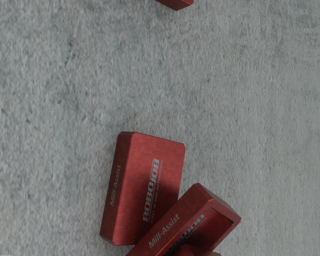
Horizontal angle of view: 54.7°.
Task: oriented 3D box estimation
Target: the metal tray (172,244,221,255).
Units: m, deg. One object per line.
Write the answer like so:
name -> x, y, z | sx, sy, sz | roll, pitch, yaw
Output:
metal tray -> 0.019, 0.204, 0.374 | 0.130, 0.030, 0.090 | -50, 133, 5

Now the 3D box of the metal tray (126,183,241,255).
metal tray -> 0.029, 0.136, 0.376 | 0.130, 0.030, 0.090 | -47, 134, 3

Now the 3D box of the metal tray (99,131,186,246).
metal tray -> -0.018, 0.076, 0.388 | 0.091, 0.030, 0.129 | 16, 80, -39

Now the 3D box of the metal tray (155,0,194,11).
metal tray -> 0.009, -0.235, 0.409 | 0.091, 0.030, 0.129 | 9, 84, -40
